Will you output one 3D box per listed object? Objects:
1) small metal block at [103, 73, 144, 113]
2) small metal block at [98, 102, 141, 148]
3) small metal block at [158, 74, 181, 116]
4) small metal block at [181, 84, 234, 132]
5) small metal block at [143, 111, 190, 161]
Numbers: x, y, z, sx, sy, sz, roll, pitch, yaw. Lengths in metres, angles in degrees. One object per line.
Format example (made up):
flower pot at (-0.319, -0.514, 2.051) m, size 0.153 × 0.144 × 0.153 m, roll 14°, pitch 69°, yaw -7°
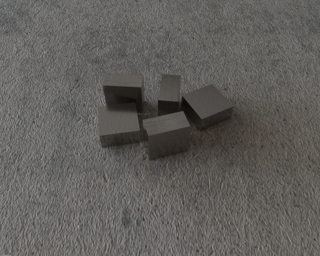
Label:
small metal block at (-0.048, -0.047, 0.426) m, size 0.050 × 0.050 × 0.025 m, roll 3°, pitch 50°, yaw 2°
small metal block at (-0.054, -0.005, 0.407) m, size 0.050 × 0.025 × 0.050 m, roll -7°, pitch 50°, yaw -6°
small metal block at (0.013, -0.037, 0.418) m, size 0.025 × 0.050 × 0.050 m, roll 5°, pitch 50°, yaw 4°
small metal block at (0.064, -0.029, 0.428) m, size 0.050 × 0.025 × 0.050 m, roll -22°, pitch 54°, yaw -18°
small metal block at (0.007, 0.010, 0.378) m, size 0.050 × 0.050 × 0.025 m, roll -13°, pitch 51°, yaw -11°
